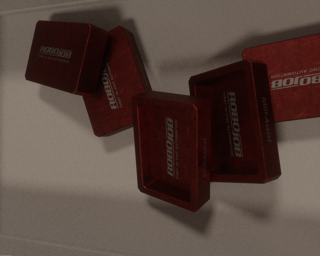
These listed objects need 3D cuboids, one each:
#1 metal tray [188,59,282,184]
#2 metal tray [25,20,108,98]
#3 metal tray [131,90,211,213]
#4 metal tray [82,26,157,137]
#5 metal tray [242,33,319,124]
[{"bbox_3d":[0.082,-0.004,0.356,0.090,0.030,0.129,-9,87,49],"label":"metal tray"},{"bbox_3d":[-0.134,-0.099,0.432,0.130,0.030,0.089,18,96,37],"label":"metal tray"},{"bbox_3d":[0.013,0.025,0.367,0.090,0.030,0.129,12,114,35],"label":"metal tray"},{"bbox_3d":[-0.064,-0.062,0.429,0.090,0.030,0.129,-21,83,18],"label":"metal tray"},{"bbox_3d":[0.166,-0.056,0.350,0.130,0.030,0.089,-8,87,19],"label":"metal tray"}]
